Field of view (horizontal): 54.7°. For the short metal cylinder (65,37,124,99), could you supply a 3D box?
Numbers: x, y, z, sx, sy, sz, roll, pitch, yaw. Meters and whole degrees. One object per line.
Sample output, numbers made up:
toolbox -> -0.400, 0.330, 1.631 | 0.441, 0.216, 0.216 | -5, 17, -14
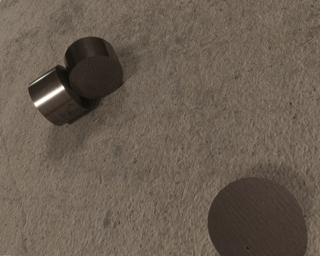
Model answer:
short metal cylinder -> -0.102, -0.092, 0.476 | 0.080, 0.080, 0.050 | -31, 52, 8

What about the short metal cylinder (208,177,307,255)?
short metal cylinder -> 0.090, 0.091, 0.284 | 0.080, 0.050, 0.080 | -13, 56, 20

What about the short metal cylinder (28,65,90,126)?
short metal cylinder -> -0.153, -0.050, 0.477 | 0.050, 0.080, 0.080 | -32, 52, 8
